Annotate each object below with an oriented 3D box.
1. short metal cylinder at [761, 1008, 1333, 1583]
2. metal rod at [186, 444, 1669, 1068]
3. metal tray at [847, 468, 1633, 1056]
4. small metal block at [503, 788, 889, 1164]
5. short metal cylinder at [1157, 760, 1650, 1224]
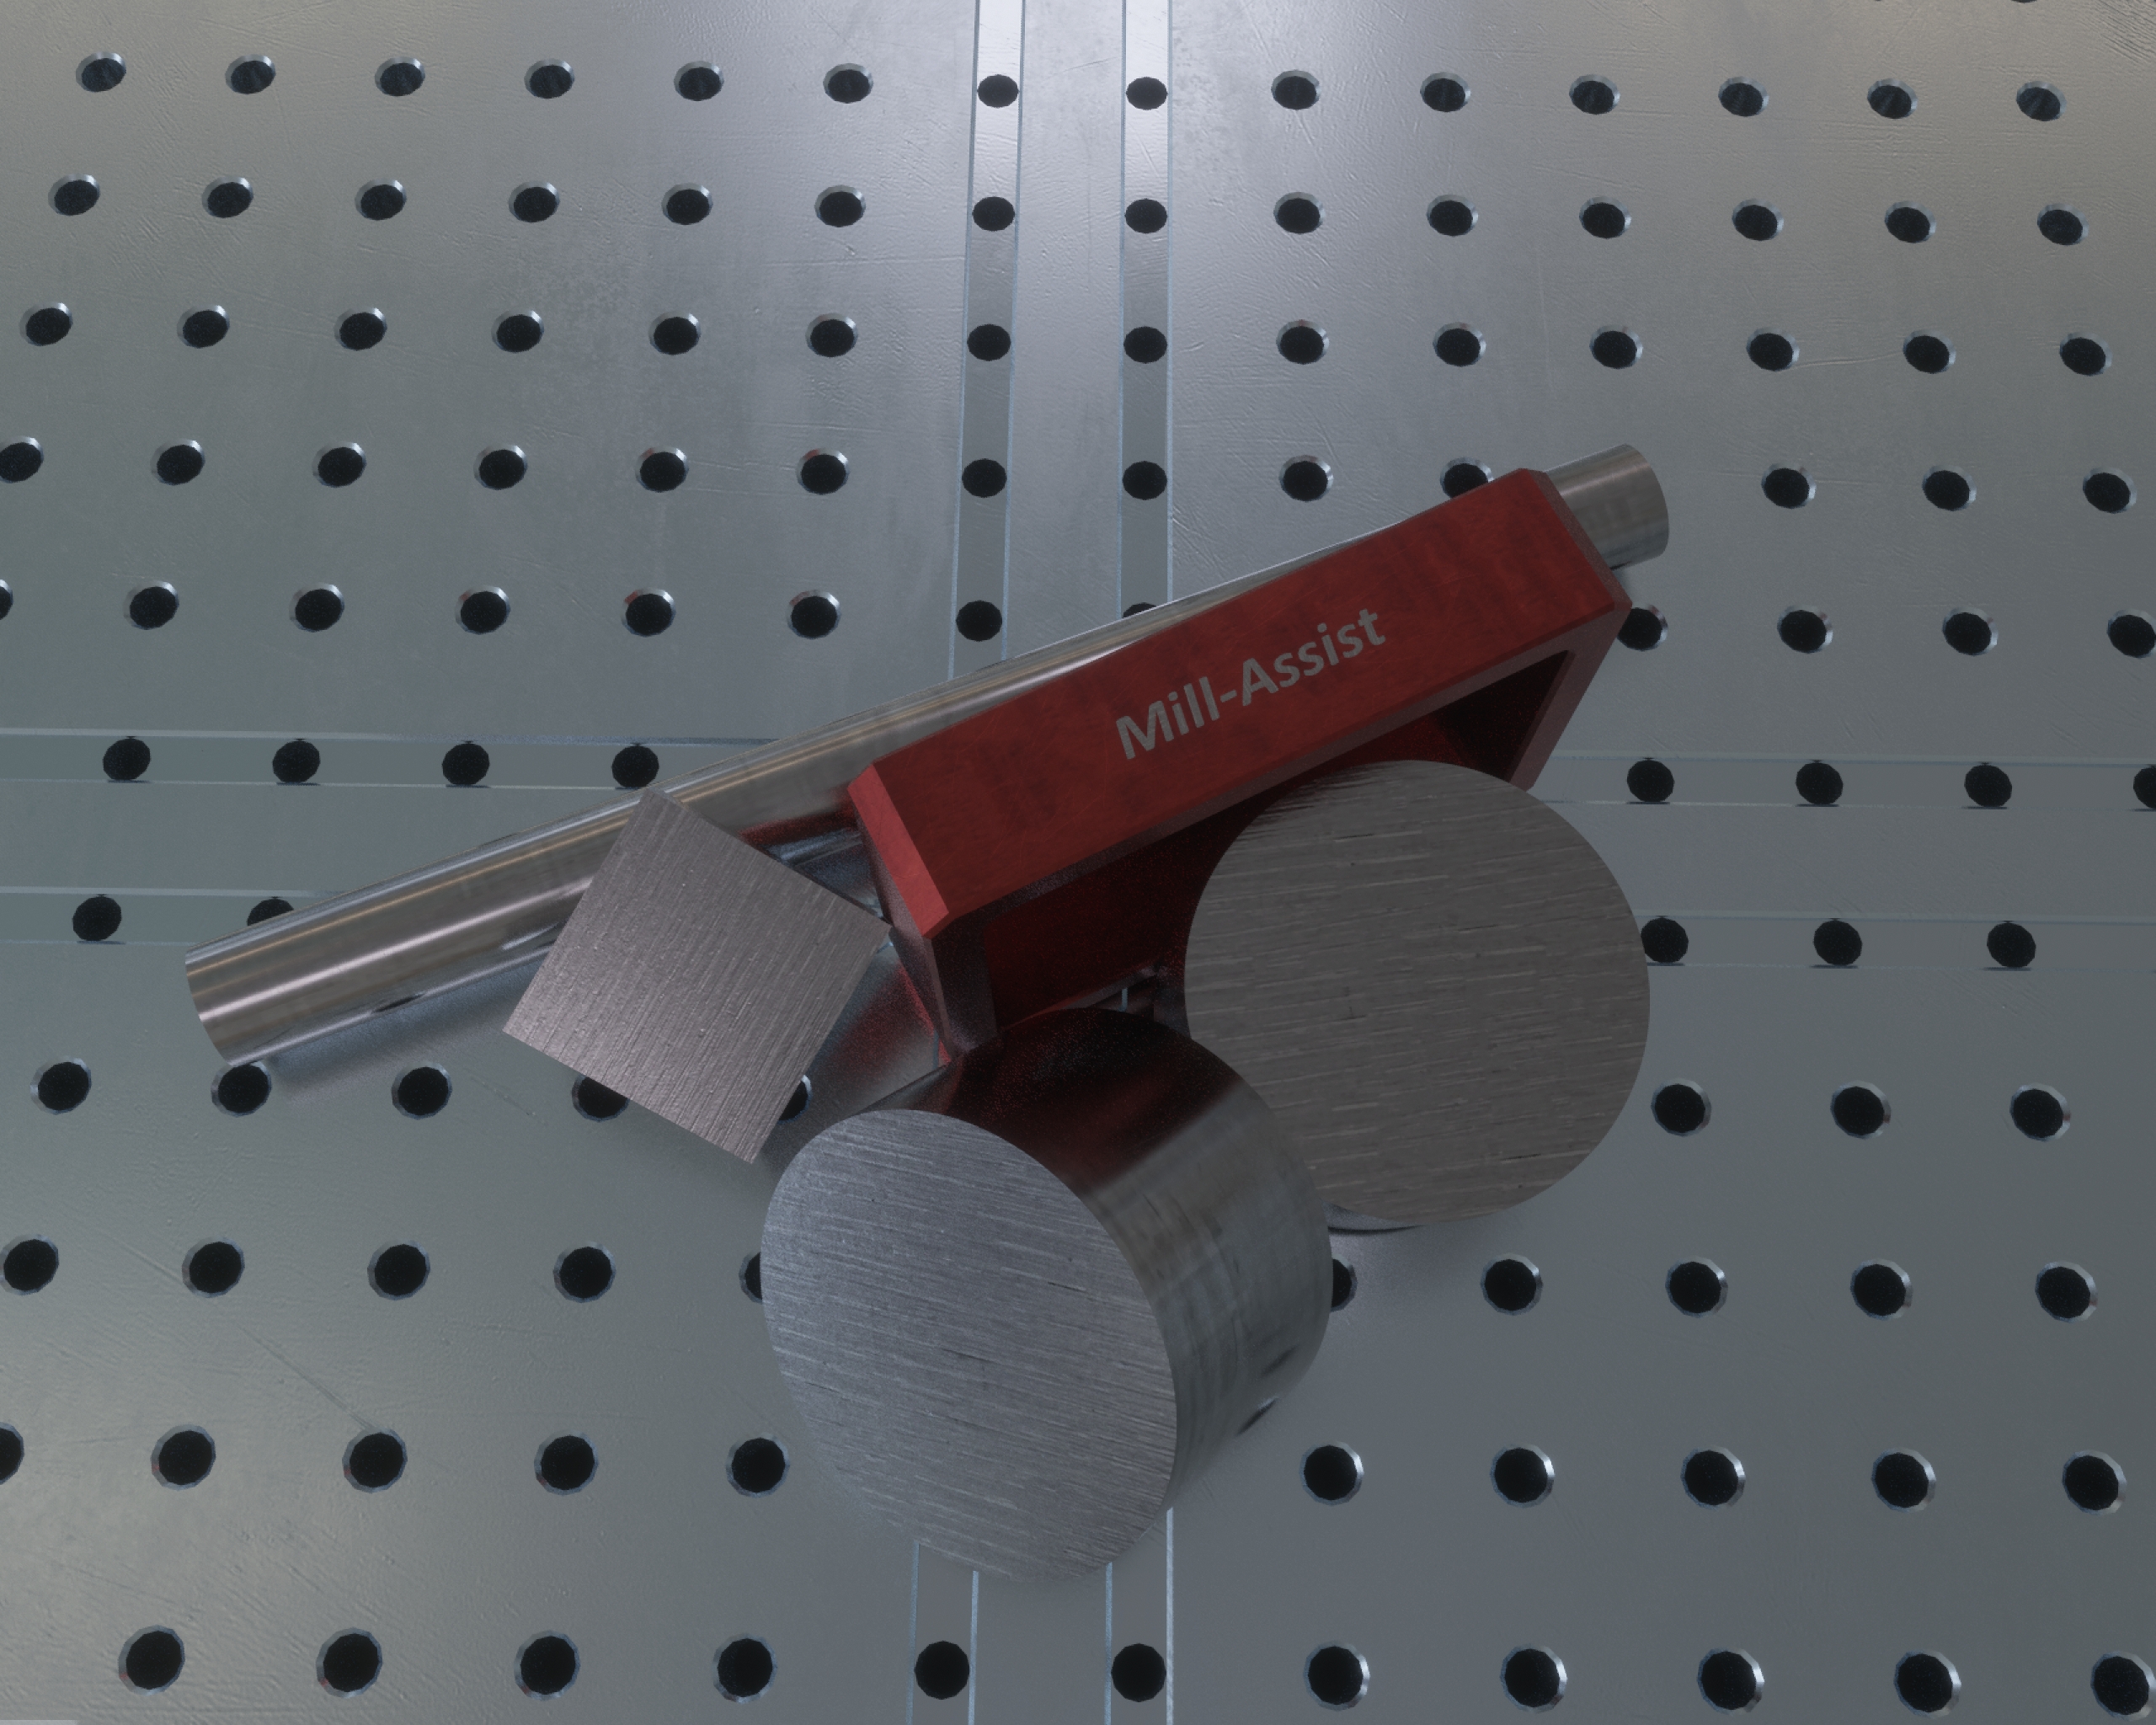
[{"bbox_3d":[-0.005,0.070,0.346,0.080,0.080,0.050,45,35,14],"label":"short metal cylinder"},{"bbox_3d":[-0.023,-0.024,0.416,0.302,0.025,0.025,-20,72,-8],"label":"metal rod"},{"bbox_3d":[0.028,-0.014,0.379,0.131,0.090,0.030,-25,72,-9],"label":"metal tray"},{"bbox_3d":[-0.070,0.020,0.386,0.050,0.025,0.050,30,88,-9],"label":"small metal block"},{"bbox_3d":[0.056,0.026,0.380,0.081,0.050,0.080,1,78,-4],"label":"short metal cylinder"}]
